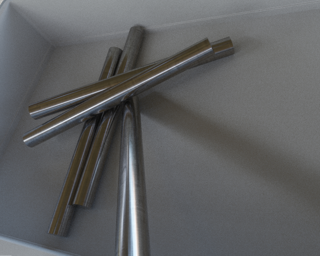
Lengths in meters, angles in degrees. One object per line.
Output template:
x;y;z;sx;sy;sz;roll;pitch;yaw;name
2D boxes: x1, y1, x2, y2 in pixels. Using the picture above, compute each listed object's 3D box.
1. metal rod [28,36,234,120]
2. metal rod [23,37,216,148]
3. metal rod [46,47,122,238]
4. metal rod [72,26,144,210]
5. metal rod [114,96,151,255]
-0.045;-0.068;0.442;0.301;0.025;0.025;-17;55;7;metal rod
-0.067;-0.042;0.427;0.300;0.025;0.025;-25;53;17;metal rod
-0.102;0.003;0.455;0.025;0.025;0.299;-2;61;27;metal rod
-0.069;-0.031;0.459;0.025;0.025;0.300;-1;61;27;metal rod
-0.029;0.032;0.321;0.025;0.025;0.300;-29;27;10;metal rod
